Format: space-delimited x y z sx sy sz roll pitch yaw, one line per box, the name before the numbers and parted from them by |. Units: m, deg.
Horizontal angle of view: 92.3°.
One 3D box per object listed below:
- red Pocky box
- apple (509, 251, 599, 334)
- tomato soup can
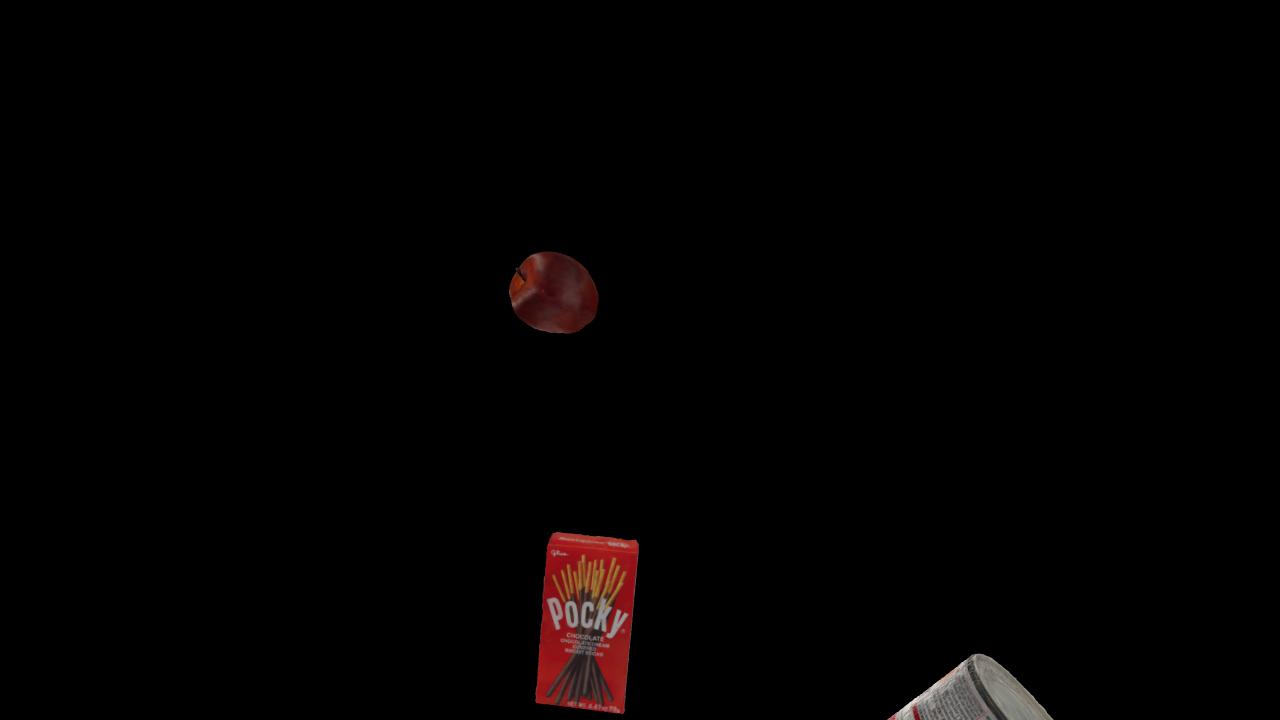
red Pocky box | -0.048 0.237 0.556 0.083 0.155 0.028 5 5 4
apple | -0.085 -0.067 0.613 0.093 0.079 0.079 27 -17 -36
tomato soup can | 0.171 0.219 0.337 0.068 0.101 0.068 33 19 -13
